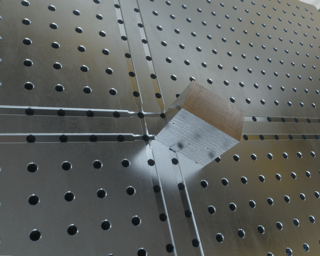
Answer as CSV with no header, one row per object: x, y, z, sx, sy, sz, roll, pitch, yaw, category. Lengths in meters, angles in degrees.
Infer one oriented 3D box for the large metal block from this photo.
0.050,-0.003,0.404,0.080,0.080,0.050,30,52,-10,large metal block
